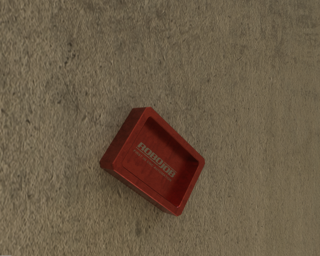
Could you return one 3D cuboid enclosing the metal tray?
[{"bbox_3d":[-0.003,0.045,0.402,0.130,0.030,0.090,43,64,-32],"label":"metal tray"}]
